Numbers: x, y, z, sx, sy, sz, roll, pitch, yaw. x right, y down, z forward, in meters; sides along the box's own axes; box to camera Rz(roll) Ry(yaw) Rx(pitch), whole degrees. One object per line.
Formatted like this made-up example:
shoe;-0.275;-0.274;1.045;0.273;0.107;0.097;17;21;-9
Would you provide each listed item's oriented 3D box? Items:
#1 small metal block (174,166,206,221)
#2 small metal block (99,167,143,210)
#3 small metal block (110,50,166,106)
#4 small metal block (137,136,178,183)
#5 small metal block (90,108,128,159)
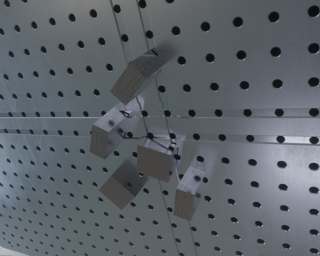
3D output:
small metal block;0.042;0.090;0.429;0.025;0.050;0.050;16;125;19
small metal block;-0.065;0.099;0.507;0.050;0.025;0.050;41;129;0
small metal block;-0.026;-0.061;0.372;0.025;0.050;0.050;43;129;-1
small metal block;-0.004;0.044;0.441;0.050;0.025;0.050;16;125;19
small metal block;-0.072;0.008;0.439;0.025;0.050;0.050;25;127;13
